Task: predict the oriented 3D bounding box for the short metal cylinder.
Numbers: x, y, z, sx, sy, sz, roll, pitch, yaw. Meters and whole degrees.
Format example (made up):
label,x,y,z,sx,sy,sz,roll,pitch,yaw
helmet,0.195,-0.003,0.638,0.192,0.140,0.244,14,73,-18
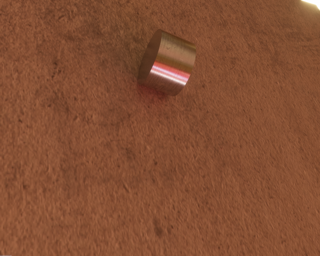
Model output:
label,x,y,z,sx,sy,sz,roll,pitch,yaw
short metal cylinder,0.008,-0.089,0.429,0.050,0.080,0.080,18,55,-19
